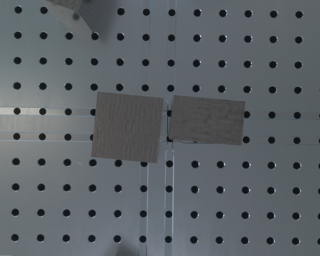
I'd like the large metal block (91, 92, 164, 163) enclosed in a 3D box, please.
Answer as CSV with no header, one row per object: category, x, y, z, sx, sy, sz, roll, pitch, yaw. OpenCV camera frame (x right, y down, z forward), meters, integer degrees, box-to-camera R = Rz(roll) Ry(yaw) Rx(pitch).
large metal block,-0.040,-0.001,0.401,0.080,0.050,0.080,6,90,0

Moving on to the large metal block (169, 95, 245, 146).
large metal block,0.053,-0.009,0.386,0.080,0.080,0.050,5,90,0

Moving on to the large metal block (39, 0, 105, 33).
large metal block,-0.101,-0.176,0.385,0.050,0.080,0.080,20,90,0
